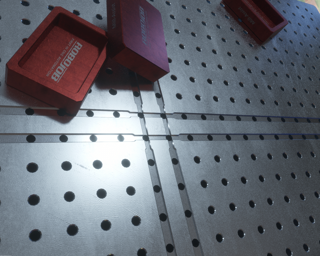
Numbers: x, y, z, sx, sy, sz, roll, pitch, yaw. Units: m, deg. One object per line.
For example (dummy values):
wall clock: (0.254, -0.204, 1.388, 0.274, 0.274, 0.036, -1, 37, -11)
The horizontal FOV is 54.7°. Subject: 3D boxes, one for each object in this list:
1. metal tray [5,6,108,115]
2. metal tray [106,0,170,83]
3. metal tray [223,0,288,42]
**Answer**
metal tray: (-0.120, -0.089, 0.395, 0.090, 0.030, 0.130, 27, 52, -12)
metal tray: (-0.033, -0.141, 0.454, 0.090, 0.030, 0.130, 23, 50, -43)
metal tray: (0.210, -0.256, 0.677, 0.130, 0.030, 0.091, 49, 51, 6)
